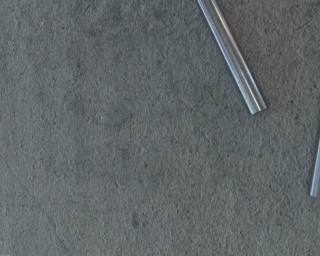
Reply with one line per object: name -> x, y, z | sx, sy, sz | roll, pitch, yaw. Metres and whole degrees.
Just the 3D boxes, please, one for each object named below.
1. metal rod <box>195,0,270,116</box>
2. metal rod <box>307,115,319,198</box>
metal rod -> 0.060, -0.155, 0.387 | 0.025, 0.025, 0.299 | -26, 82, 18
metal rod -> 0.198, -0.072, 0.338 | 0.025, 0.025, 0.298 | 9, 93, 19
